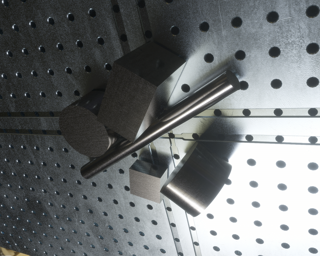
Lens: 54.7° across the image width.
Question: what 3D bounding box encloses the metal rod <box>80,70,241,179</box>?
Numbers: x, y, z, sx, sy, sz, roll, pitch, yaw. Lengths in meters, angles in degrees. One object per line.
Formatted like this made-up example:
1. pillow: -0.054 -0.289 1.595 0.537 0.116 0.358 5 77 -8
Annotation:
1. metal rod: -0.021 0.011 0.425 0.299 0.025 0.025 -32 101 38

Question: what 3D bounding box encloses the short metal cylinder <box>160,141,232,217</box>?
1. short metal cylinder: 0.044 0.063 0.387 0.050 0.080 0.080 37 129 3

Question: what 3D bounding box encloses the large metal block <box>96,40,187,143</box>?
1. large metal block: -0.021 -0.043 0.355 0.050 0.080 0.079 32 129 7

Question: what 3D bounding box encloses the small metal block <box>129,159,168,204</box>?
1. small metal block: -0.017 0.080 0.465 0.050 0.025 0.050 14 124 20

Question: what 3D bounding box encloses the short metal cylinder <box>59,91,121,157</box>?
1. short metal cylinder: -0.093 -0.006 0.435 0.080 0.050 0.079 13 124 21
